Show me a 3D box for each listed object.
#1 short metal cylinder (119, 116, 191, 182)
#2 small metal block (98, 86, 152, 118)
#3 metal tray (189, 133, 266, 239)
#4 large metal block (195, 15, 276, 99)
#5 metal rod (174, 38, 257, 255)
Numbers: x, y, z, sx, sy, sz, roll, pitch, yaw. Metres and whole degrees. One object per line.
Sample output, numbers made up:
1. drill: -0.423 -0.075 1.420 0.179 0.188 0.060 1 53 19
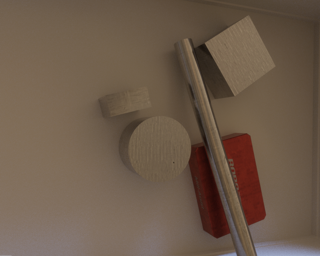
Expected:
1. short metal cylinder: -0.008 0.025 0.396 0.081 0.050 0.079 0 90 -21
2. small metal block: -0.044 -0.031 0.382 0.050 0.050 0.025 -15 96 -20
3. metal tray: 0.096 0.079 0.445 0.091 0.030 0.129 -14 95 -20
4. large metal block: 0.100 -0.097 0.436 0.080 0.050 0.080 -36 102 -17
5. metal rod: 0.072 0.029 0.405 0.025 0.025 0.298 -16 88 -20
